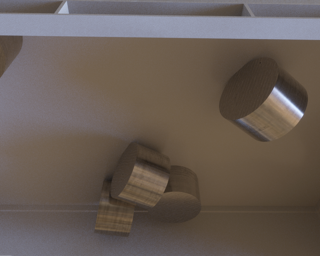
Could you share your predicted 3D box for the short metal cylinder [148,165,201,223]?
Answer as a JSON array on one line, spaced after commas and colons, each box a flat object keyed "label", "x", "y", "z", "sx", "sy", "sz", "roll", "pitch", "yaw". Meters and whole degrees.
[{"label": "short metal cylinder", "x": 0.021, "y": 0.104, "z": 0.481, "sx": 0.081, "sy": 0.050, "sz": 0.079, "roll": 0, "pitch": 130, "yaw": 0}]

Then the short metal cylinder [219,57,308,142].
[{"label": "short metal cylinder", "x": 0.114, "y": -0.031, "z": 0.347, "sx": 0.050, "sy": 0.080, "sz": 0.080, "roll": 32, "pitch": 123, "yaw": -24}]

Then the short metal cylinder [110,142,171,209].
[{"label": "short metal cylinder", "x": -0.028, "y": 0.066, "z": 0.429, "sx": 0.050, "sy": 0.080, "sz": 0.080, "roll": 25, "pitch": 126, "yaw": -19}]

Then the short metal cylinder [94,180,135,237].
[{"label": "short metal cylinder", "x": -0.069, "y": 0.123, "z": 0.477, "sx": 0.050, "sy": 0.080, "sz": 0.079, "roll": 10, "pitch": 129, "yaw": -9}]

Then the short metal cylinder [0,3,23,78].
[{"label": "short metal cylinder", "x": -0.190, "y": -0.089, "z": 0.315, "sx": 0.081, "sy": 0.050, "sz": 0.079, "roll": 0, "pitch": 130, "yaw": 0}]
